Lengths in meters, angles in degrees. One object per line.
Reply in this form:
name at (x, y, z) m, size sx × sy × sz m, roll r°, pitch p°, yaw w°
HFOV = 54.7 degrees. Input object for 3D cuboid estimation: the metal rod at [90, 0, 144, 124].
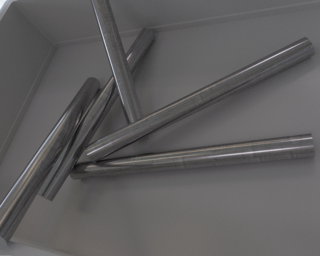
metal rod at (-0.072, -0.138, 0.434) m, size 0.025 × 0.025 × 0.299 m, roll -18°, pitch 85°, yaw 18°

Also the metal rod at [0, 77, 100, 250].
metal rod at (-0.127, 0.012, 0.388) m, size 0.025 × 0.025 × 0.300 m, roll -17°, pitch 30°, yaw 18°

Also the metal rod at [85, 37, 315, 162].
metal rod at (0.044, -0.032, 0.388) m, size 0.301 × 0.025 × 0.025 m, roll -26°, pitch 53°, yaw 6°

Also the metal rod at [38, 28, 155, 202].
metal rod at (-0.083, -0.034, 0.450) m, size 0.025 × 0.025 × 0.300 m, roll 11°, pitch 61°, yaw 33°

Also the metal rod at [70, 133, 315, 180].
metal rod at (0.018, 0.038, 0.372) m, size 0.300 × 0.025 × 0.025 m, roll -9°, pitch 58°, yaw 23°
